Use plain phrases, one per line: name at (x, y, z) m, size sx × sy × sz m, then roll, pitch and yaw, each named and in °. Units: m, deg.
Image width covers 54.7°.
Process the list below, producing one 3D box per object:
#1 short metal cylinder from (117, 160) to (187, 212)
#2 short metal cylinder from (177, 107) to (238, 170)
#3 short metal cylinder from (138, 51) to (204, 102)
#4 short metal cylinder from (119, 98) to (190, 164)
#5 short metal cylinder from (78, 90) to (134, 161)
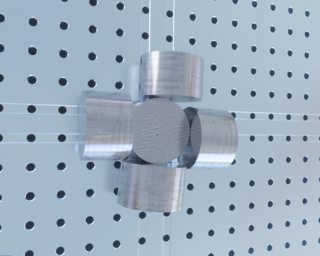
short metal cylinder at (-0.010, 0.068, 0.378) m, size 0.081 × 0.080 × 0.050 m, roll 6°, pitch 88°, yaw -20°
short metal cylinder at (0.058, 0.014, 0.405) m, size 0.050 × 0.080 × 0.080 m, roll 4°, pitch 89°, yaw -20°
short metal cylinder at (0.014, -0.061, 0.388) m, size 0.081 × 0.080 × 0.050 m, roll 3°, pitch 89°, yaw -20°
short metal cylinder at (-0.009, 0.004, 0.396) m, size 0.081 × 0.050 × 0.080 m, roll 0°, pitch 90°, yaw -21°
short metal cylinder at (-0.065, -0.002, 0.359) m, size 0.050 × 0.080 × 0.080 m, roll 2°, pitch 90°, yaw -21°
